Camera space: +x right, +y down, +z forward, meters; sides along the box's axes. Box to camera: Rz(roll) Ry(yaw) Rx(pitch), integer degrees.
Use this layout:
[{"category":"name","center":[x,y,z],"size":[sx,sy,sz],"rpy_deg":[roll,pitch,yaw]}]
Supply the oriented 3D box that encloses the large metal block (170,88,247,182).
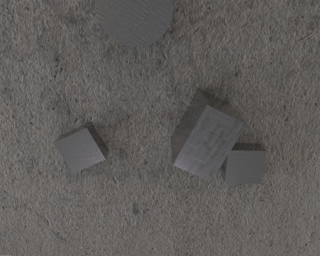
[{"category":"large metal block","center":[0.055,0.005,0.383],"size":[0.050,0.080,0.080],"rpy_deg":[25,108,-9]}]

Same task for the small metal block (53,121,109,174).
[{"category":"small metal block","center":[-0.105,0.026,0.418],"size":[0.050,0.025,0.050],"rpy_deg":[-24,109,8]}]

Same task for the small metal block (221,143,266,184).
[{"category":"small metal block","center":[0.115,0.049,0.429],"size":[0.050,0.025,0.050],"rpy_deg":[1,110,-1]}]

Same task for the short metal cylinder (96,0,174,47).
[{"category":"short metal cylinder","center":[-0.026,-0.134,0.347],"size":[0.081,0.050,0.079],"rpy_deg":[0,110,0]}]
